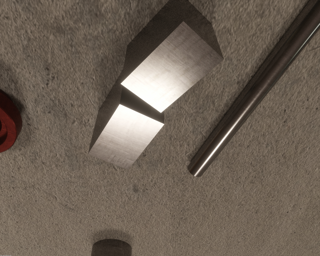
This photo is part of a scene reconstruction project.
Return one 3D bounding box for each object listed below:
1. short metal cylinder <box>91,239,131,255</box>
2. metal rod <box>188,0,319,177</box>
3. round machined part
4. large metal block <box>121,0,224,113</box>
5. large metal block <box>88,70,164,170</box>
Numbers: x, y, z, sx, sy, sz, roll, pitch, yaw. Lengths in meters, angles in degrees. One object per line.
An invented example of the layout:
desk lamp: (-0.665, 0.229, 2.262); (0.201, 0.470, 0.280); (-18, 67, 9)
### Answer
short metal cylinder: (-0.098, 0.264, 0.614); (0.081, 0.050, 0.079); (0, 130, 0)
metal rod: (0.113, -0.041, 0.373); (0.025, 0.025, 0.298); (19, 128, -16)
round machined part: (-0.220, -0.016, 0.379); (0.099, 0.042, 0.097); (-1, 130, 0)
large metal block: (0.010, -0.076, 0.307); (0.050, 0.080, 0.080); (35, 122, -26)
large metal block: (-0.038, -0.013, 0.359); (0.050, 0.080, 0.080); (24, 126, -20)
